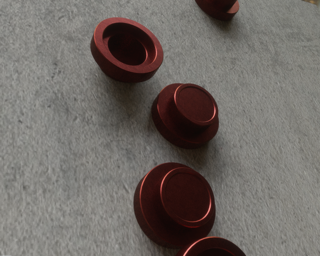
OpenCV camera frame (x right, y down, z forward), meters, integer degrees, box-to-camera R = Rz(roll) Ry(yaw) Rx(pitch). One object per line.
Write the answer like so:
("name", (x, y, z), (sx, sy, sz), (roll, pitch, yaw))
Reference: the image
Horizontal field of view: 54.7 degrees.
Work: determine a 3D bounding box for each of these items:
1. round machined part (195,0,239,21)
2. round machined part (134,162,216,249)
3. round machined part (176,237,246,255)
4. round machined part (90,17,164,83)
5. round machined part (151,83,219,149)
("round machined part", (0.120, -0.267, 0.623), (0.099, 0.042, 0.098), (14, 56, -21))
("round machined part", (0.023, 0.084, 0.356), (0.099, 0.042, 0.098), (14, 56, -21))
("round machined part", (0.050, 0.166, 0.318), (0.099, 0.042, 0.098), (13, 59, -22))
("round machined part", (-0.048, -0.102, 0.431), (0.099, 0.042, 0.098), (14, 56, -21))
("round machined part", (0.041, -0.023, 0.431), (0.099, 0.042, 0.098), (14, 56, -21))
